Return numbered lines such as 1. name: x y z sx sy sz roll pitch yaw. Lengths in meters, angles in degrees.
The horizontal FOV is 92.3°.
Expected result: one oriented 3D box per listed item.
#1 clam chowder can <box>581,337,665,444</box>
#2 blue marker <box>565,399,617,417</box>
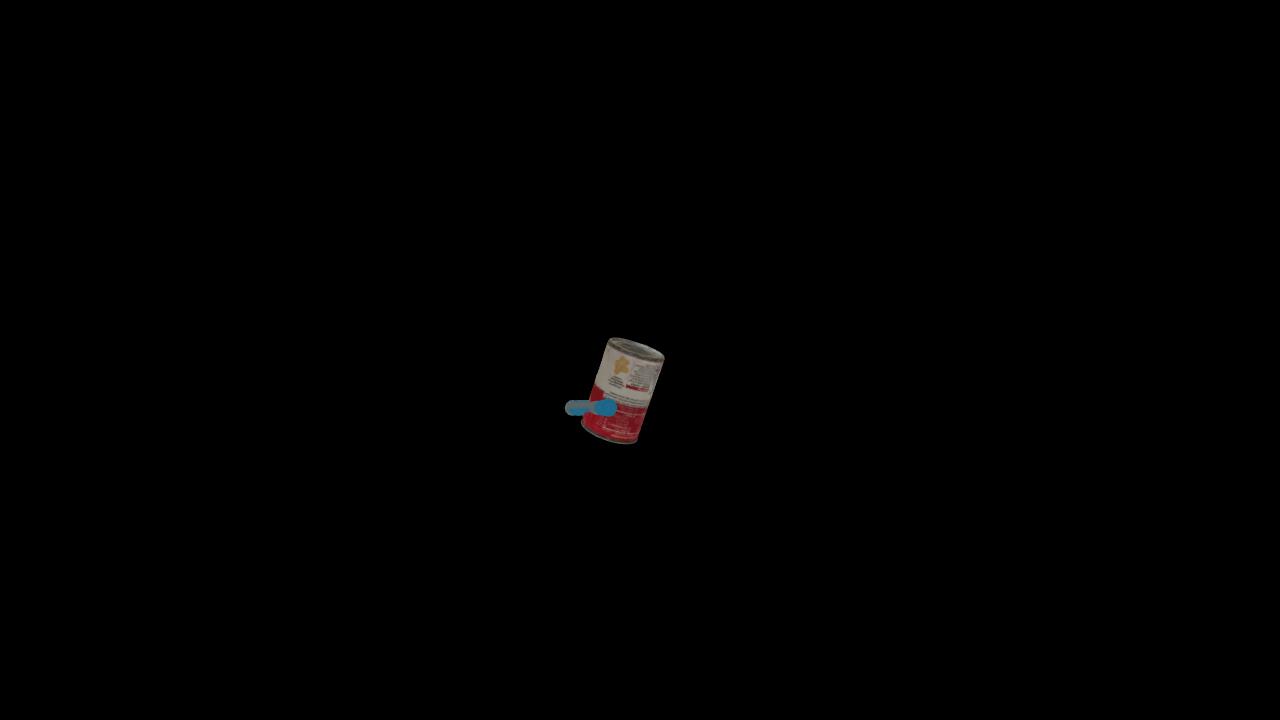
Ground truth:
1. clam chowder can: -0.019 0.033 0.683 0.068 0.102 0.068 18 12 -4
2. blue marker: -0.056 0.054 0.690 0.020 0.020 0.121 0 -4 -26
